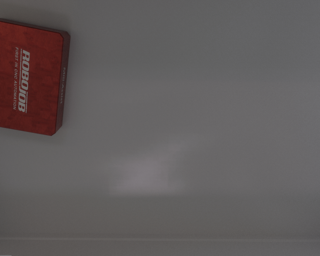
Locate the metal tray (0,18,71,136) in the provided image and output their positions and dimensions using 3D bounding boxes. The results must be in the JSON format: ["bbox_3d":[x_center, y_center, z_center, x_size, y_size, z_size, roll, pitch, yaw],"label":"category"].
[{"bbox_3d":[-0.166,-0.061,0.385,0.091,0.030,0.129,10,110,-4],"label":"metal tray"}]
